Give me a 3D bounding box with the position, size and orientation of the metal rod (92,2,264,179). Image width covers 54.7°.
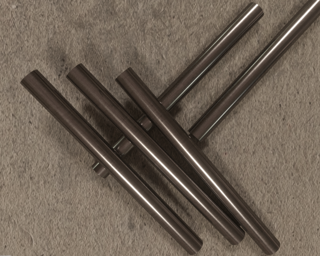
[{"bbox_3d":[0.024,-0.050,0.410,0.025,0.025,0.300,44,89,-1],"label":"metal rod"}]

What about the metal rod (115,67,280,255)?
[{"bbox_3d":[0.052,0.046,0.394,0.025,0.025,0.300,-41,97,0],"label":"metal rod"}]

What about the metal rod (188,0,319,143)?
[{"bbox_3d":[0.148,-0.098,0.411,0.025,0.025,0.300,43,90,-1],"label":"metal rod"}]

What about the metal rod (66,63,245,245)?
[{"bbox_3d":[0.000,0.039,0.390,0.025,0.025,0.300,-44,98,0],"label":"metal rod"}]

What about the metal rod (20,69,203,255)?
[{"bbox_3d":[-0.052,0.049,0.385,0.025,0.025,0.300,-42,100,0],"label":"metal rod"}]
